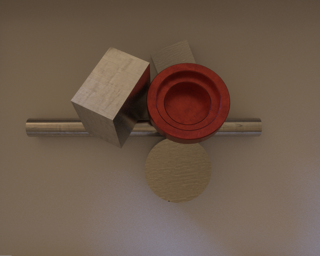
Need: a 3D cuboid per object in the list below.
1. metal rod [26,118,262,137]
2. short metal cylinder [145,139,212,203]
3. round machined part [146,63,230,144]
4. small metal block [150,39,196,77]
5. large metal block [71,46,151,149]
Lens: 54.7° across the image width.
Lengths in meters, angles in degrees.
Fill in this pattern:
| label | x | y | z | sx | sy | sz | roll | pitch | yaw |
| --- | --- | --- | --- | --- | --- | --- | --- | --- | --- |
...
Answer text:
| label | x | y | z | sx | sy | sz | roll | pitch | yaw |
| --- | --- | --- | --- | --- | --- | --- | --- | --- | --- |
| metal rod | -0.020 | -0.001 | 0.408 | 0.302 | 0.025 | 0.025 | 0 | 90 | -1 |
| short metal cylinder | 0.022 | 0.050 | 0.397 | 0.081 | 0.050 | 0.079 | 0 | 90 | -1 |
| round machined part | 0.033 | -0.027 | 0.383 | 0.099 | 0.042 | 0.098 | 0 | 72 | 0 |
| small metal block | 0.020 | -0.082 | 0.411 | 0.050 | 0.025 | 0.050 | -21 | 90 | -1 |
| large metal block | -0.052 | -0.033 | 0.367 | 0.050 | 0.080 | 0.080 | 25 | 67 | 11 |
